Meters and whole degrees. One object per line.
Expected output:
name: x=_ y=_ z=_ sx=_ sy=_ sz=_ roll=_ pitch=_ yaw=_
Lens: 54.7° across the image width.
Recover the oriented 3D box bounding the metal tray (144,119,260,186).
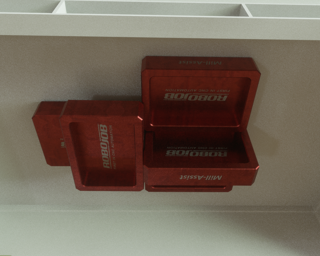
metal tray: x=0.047 y=0.028 z=0.387 sx=0.131 sy=0.090 sz=0.030 roll=1 pitch=130 yaw=-1

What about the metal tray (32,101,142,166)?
metal tray: x=-0.089 y=0.010 z=0.409 sx=0.131 sy=0.030 sz=0.089 roll=0 pitch=130 yaw=-1

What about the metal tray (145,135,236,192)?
metal tray: x=0.044 y=0.054 z=0.450 sx=0.131 sy=0.030 sz=0.089 roll=0 pitch=130 yaw=-1

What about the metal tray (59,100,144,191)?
metal tray: x=-0.065 y=0.027 z=0.385 sx=0.091 sy=0.030 sz=0.129 roll=1 pitch=130 yaw=-1

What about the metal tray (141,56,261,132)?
metal tray: x=0.044 y=-0.038 z=0.372 sx=0.131 sy=0.030 sz=0.089 roll=0 pitch=130 yaw=-1
